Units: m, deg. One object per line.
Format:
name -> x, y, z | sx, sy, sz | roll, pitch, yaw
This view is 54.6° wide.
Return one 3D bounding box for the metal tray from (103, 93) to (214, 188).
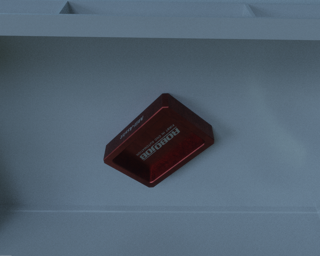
metal tray -> -0.003, 0.023, 0.424 | 0.090, 0.030, 0.130 | 34, 122, -26
